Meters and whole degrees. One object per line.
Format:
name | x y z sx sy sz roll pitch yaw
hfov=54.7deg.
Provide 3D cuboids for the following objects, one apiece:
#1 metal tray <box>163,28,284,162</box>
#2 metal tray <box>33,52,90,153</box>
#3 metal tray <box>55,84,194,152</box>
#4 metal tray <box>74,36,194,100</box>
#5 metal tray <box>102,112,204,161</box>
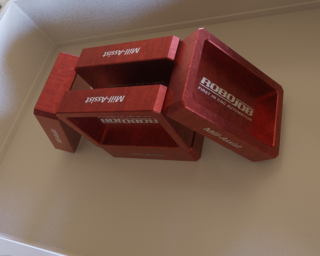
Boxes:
metal tray | 0.072 -0.030 0.318 0.030 0.131 0.090 -22 47 53
metal tray | -0.125 -0.029 0.422 0.030 0.129 0.090 15 66 -1
metal tray | -0.038 -0.008 0.348 0.130 0.090 0.030 0 62 28
metal tray | -0.024 -0.061 0.373 0.130 0.090 0.030 0 62 28
metal tray | -0.006 -0.006 0.408 0.130 0.030 0.090 0 62 27
